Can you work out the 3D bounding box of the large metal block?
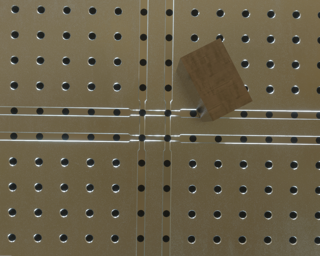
[{"bbox_3d":[0.063,-0.055,0.387,0.050,0.080,0.080,-27,90,0],"label":"large metal block"}]
